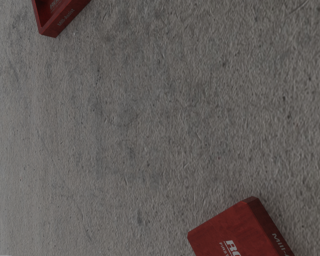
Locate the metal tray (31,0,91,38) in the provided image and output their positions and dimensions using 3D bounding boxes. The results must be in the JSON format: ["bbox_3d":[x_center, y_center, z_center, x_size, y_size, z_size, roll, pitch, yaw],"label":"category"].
[{"bbox_3d":[-0.176,-0.233,0.547,0.130,0.030,0.090,-28,73,36],"label":"metal tray"}]

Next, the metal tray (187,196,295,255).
[{"bbox_3d":[0.095,0.150,0.323,0.090,0.030,0.130,-43,64,31],"label":"metal tray"}]
